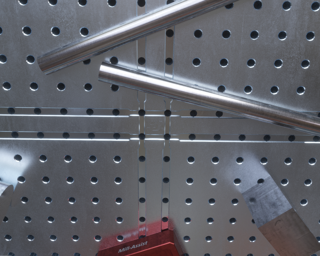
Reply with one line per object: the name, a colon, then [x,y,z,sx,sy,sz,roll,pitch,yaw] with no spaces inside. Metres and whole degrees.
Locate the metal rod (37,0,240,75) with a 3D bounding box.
metal rod: [-0.003,-0.127,0.366,0.301,0.025,0.025,-19,109,6]

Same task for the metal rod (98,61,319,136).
metal rod: [0.072,-0.036,0.401,0.302,0.025,0.025,14,110,-6]

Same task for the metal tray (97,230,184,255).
metal tray: [-0.026,0.223,0.492,0.131,0.030,0.090,-19,109,6]

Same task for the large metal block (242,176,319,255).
large metal block: [0.167,0.127,0.434,0.050,0.080,0.080,-36,107,12]

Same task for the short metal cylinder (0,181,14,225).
short metal cylinder: [-0.243,0.108,0.420,0.050,0.080,0.079,20,109,-8]
